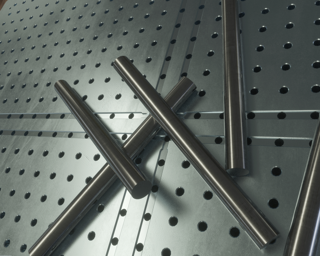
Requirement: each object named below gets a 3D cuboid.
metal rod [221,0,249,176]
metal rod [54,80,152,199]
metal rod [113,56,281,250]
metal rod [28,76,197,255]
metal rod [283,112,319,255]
[{"bbox_3d":[0.096,-0.082,0.409,0.025,0.025,0.300,-9,58,24],"label":"metal rod"},{"bbox_3d":[-0.097,-0.004,0.439,0.025,0.025,0.300,-45,44,-3],"label":"metal rod"},{"bbox_3d":[0.023,0.006,0.368,0.025,0.025,0.300,-40,58,2],"label":"metal rod"},{"bbox_3d":[-0.058,0.050,0.409,0.300,0.025,0.025,-49,51,-6],"label":"metal rod"},{"bbox_3d":[0.158,0.035,0.303,0.025,0.025,0.300,11,67,33],"label":"metal rod"}]
